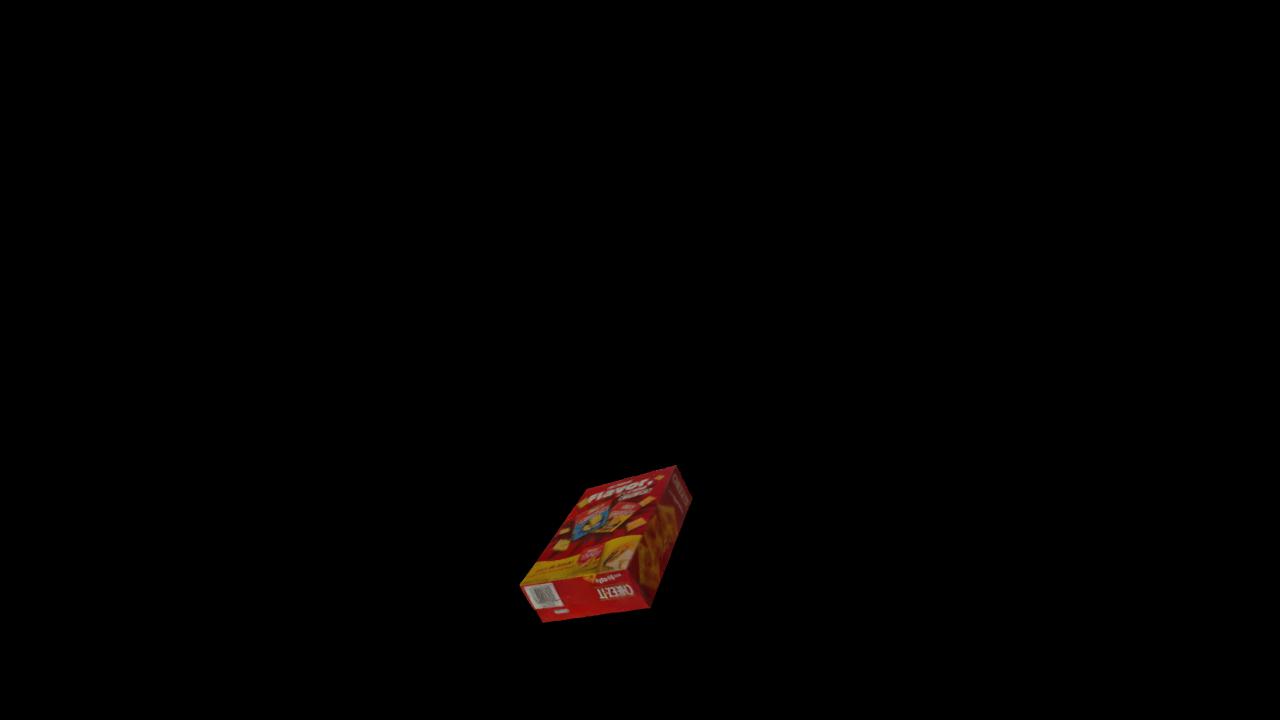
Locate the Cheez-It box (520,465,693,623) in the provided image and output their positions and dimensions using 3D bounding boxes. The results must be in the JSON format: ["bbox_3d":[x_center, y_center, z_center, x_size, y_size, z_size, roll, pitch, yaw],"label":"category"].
[{"bbox_3d":[-0.037,0.244,0.836,0.166,0.071,0.223,-19,16,26],"label":"Cheez-It box"}]
